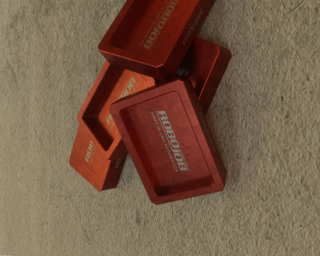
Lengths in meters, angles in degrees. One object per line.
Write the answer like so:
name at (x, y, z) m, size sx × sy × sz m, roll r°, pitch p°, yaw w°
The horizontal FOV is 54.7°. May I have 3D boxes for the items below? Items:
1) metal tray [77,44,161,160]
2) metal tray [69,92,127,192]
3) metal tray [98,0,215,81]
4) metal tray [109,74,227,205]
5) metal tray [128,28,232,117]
metal tray at (-0.052, -0.033, 0.405) m, size 0.090 × 0.030 × 0.129 m, roll 49°, pitch 118°, yaw 28°
metal tray at (-0.088, 0.018, 0.472) m, size 0.090 × 0.030 × 0.129 m, roll 31°, pitch 109°, yaw 35°
metal tray at (-0.001, -0.125, 0.358) m, size 0.090 × 0.030 × 0.130 m, roll 22°, pitch 76°, yaw 27°
metal tray at (0.011, 0.016, 0.348) m, size 0.090 × 0.030 × 0.129 m, roll -18°, pitch 103°, yaw 22°
metal tray at (0.014, -0.076, 0.390) m, size 0.130 × 0.030 × 0.089 m, roll 34°, pitch 110°, yaw 34°
